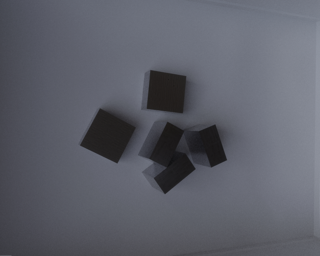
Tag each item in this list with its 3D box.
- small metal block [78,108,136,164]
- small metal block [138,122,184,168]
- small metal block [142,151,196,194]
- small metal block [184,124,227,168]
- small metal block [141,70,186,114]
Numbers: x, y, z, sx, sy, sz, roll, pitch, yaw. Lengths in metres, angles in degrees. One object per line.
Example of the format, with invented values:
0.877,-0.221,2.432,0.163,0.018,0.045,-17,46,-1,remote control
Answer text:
-0.066,0.010,0.386,0.050,0.025,0.050,29,80,-18,small metal block
0.000,0.020,0.397,0.025,0.050,0.050,29,81,-18,small metal block
0.010,0.055,0.401,0.050,0.050,0.025,-37,102,-16,small metal block
0.060,0.023,0.419,0.025,0.050,0.050,-22,98,-19,small metal block
0.005,-0.046,0.412,0.050,0.025,0.050,6,88,-20,small metal block
